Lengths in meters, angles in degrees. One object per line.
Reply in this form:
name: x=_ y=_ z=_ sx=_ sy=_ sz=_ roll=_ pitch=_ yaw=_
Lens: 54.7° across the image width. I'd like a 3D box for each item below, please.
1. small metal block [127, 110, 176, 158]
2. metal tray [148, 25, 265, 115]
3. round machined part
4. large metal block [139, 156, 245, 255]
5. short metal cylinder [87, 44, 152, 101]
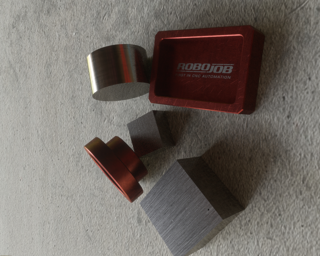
small metal block: x=-0.013 y=0.009 z=0.416 sx=0.050 sy=0.025 sz=0.050 roll=-27 pitch=73 yaw=37
metal tray: x=0.048 y=-0.067 z=0.361 sx=0.130 sy=0.030 sz=0.089 roll=11 pitch=97 yaw=39
round machined part: x=-0.054 y=0.049 z=0.416 sx=0.042 sy=0.098 sz=0.098 roll=-40 pitch=56 yaw=-15
large metal block: x=0.035 y=0.091 z=0.360 sx=0.080 sy=0.050 sz=0.080 roll=52 pitch=120 yaw=27
short metal cylinder: x=-0.053 y=-0.071 z=0.413 sx=0.080 sy=0.081 sz=0.050 roll=-17 pitch=79 yaw=38
